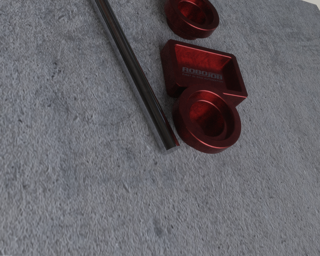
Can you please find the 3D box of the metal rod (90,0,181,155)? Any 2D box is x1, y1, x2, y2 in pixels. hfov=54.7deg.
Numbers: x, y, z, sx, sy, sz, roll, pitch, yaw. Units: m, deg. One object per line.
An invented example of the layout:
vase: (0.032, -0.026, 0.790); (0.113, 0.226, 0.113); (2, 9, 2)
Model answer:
metal rod: (-0.047, -0.100, 0.440); (0.025, 0.025, 0.299); (-14, 69, -34)

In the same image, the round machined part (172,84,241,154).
round machined part: (0.060, -0.009, 0.431); (0.099, 0.042, 0.098); (13, 58, -22)

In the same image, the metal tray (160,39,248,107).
metal tray: (0.070, -0.086, 0.492); (0.131, 0.030, 0.090); (6, 59, -26)

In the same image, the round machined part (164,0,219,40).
round machined part: (0.051, -0.193, 0.540); (0.099, 0.042, 0.098); (14, 56, -21)
